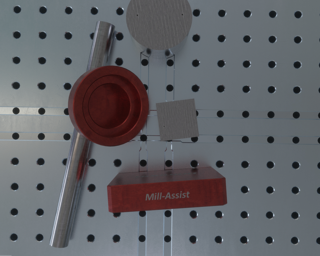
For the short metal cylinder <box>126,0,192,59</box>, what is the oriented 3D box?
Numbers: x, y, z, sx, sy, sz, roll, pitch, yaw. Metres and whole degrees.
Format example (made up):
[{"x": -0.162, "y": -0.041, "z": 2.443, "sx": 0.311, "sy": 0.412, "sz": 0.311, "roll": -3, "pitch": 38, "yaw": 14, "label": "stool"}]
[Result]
[{"x": -0.001, "y": -0.135, "z": 0.401, "sx": 0.081, "sy": 0.050, "sz": 0.079, "roll": 0, "pitch": 90, "yaw": 0, "label": "short metal cylinder"}]

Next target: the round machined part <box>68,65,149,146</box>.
[{"x": -0.067, "y": -0.028, "z": 0.390, "sx": 0.099, "sy": 0.042, "sz": 0.097, "roll": -5, "pitch": 99, "yaw": -32, "label": "round machined part"}]

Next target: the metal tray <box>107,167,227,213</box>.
[{"x": 0.008, "y": 0.073, "z": 0.381, "sx": 0.131, "sy": 0.090, "sz": 0.030, "roll": -4, "pitch": 90, "yaw": 0, "label": "metal tray"}]

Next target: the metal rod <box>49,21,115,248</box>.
[{"x": -0.103, "y": 0.008, "z": 0.412, "sx": 0.025, "sy": 0.025, "sz": 0.298, "roll": 12, "pitch": 90, "yaw": 0, "label": "metal rod"}]

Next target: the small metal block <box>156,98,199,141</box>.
[{"x": 0.023, "y": -0.011, "z": 0.414, "sx": 0.050, "sy": 0.025, "sz": 0.050, "roll": -7, "pitch": 90, "yaw": 0, "label": "small metal block"}]
